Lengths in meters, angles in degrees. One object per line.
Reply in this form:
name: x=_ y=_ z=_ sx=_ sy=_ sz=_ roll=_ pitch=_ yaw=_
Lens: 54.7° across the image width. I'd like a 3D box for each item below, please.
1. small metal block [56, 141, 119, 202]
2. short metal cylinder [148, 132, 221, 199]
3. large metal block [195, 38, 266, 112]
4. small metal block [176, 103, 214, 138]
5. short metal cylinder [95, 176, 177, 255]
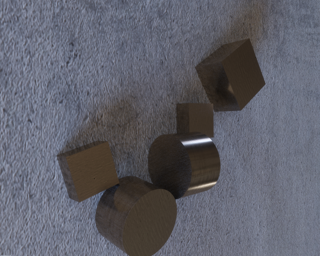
small metal block: x=-0.078 y=0.046 z=0.339 sx=0.050 sy=0.025 sz=0.050 roll=-22 pitch=104 yaw=-38
short metal cylinder: x=0.029 y=0.046 z=0.393 sx=0.050 sy=0.080 sz=0.079 roll=-4 pitch=93 yaw=-40
large metal block: x=0.111 y=-0.081 z=0.481 sx=0.080 sy=0.050 sz=0.080 roll=-42 pitch=116 yaw=-32
small metal block: x=0.051 y=-0.010 z=0.447 sx=0.050 sy=0.025 sz=0.050 roll=-2 pitch=92 yaw=-40
short metal cylinder: x=-0.026 y=0.101 z=0.357 sx=0.081 sy=0.050 sz=0.079 roll=-14 pitch=110 yaw=-42
